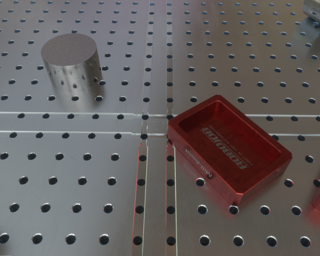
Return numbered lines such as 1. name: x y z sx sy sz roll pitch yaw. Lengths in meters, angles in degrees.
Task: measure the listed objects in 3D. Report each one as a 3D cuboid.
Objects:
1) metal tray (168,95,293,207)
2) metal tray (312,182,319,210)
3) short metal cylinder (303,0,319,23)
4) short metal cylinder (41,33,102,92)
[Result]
1. metal tray: 0.082 0.021 0.386 0.091 0.030 0.130 -29 56 -22
2. metal tray: 0.249 0.078 0.340 0.130 0.030 0.090 27 55 20
3. short metal cylinder: 0.314 -0.234 0.571 0.081 0.080 0.050 -23 54 -18
4. short metal cylinder: -0.134 -0.101 0.475 0.081 0.050 0.080 0 50 0
